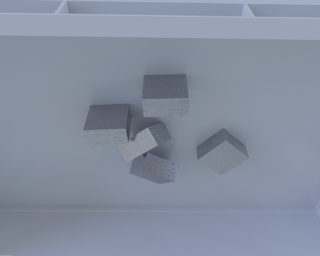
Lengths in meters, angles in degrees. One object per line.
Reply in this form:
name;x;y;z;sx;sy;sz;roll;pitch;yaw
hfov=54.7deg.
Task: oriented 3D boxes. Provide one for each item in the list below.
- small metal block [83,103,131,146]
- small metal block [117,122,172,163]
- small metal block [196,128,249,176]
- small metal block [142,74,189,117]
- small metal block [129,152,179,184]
small metal block;-0.064;-0.005;0.388;0.050;0.050;0.025;-2;130;2
small metal block;-0.019;0.018;0.404;0.050;0.050;0.025;-30;87;23
small metal block;0.088;0.035;0.439;0.050;0.025;0.050;35;122;-26
small metal block;0.006;-0.038;0.360;0.050;0.050;0.025;-1;130;1
small metal block;-0.009;0.059;0.444;0.050;0.025;0.050;24;157;-19
